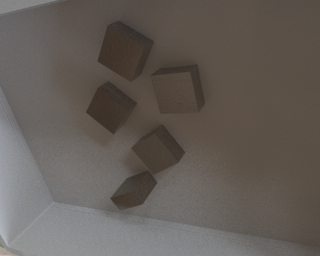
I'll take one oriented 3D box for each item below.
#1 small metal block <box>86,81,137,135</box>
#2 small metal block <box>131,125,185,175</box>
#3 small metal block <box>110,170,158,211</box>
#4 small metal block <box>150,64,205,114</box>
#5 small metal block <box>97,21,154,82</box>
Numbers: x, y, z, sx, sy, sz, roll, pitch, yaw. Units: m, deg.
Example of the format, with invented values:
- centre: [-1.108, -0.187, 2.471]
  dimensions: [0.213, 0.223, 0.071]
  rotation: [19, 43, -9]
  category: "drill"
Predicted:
- centre: [-0.067, -0.028, 0.427]
  dimensions: [0.050, 0.025, 0.050]
  rotation: [39, 129, 2]
  category: "small metal block"
- centre: [-0.003, 0.031, 0.429]
  dimensions: [0.050, 0.025, 0.050]
  rotation: [-32, 101, 38]
  category: "small metal block"
- centre: [-0.039, 0.095, 0.472]
  dimensions: [0.050, 0.050, 0.025]
  rotation: [-25, 105, 37]
  category: "small metal block"
- centre: [0.022, -0.045, 0.369]
  dimensions: [0.050, 0.025, 0.050]
  rotation: [-1, 118, 28]
  category: "small metal block"
- centre: [-0.042, -0.092, 0.374]
  dimensions: [0.050, 0.025, 0.050]
  rotation: [32, 129, 7]
  category: "small metal block"
